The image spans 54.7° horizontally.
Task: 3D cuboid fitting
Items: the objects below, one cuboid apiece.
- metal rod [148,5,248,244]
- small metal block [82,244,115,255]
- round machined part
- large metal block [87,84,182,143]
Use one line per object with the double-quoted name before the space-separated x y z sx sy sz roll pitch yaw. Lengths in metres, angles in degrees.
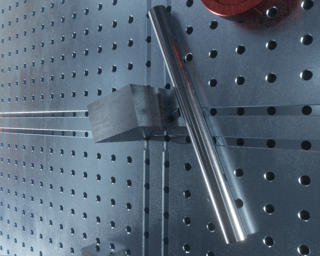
"metal rod" 0.040 -0.016 0.374 0.025 0.025 0.299 -28 73 36
"small metal block" -0.098 0.218 0.488 0.050 0.025 0.050 3 92 39
"round machined part" 0.090 -0.161 0.323 0.098 0.042 0.097 0 90 39
"large metal block" -0.033 -0.016 0.399 0.080 0.081 0.050 -20 78 38
